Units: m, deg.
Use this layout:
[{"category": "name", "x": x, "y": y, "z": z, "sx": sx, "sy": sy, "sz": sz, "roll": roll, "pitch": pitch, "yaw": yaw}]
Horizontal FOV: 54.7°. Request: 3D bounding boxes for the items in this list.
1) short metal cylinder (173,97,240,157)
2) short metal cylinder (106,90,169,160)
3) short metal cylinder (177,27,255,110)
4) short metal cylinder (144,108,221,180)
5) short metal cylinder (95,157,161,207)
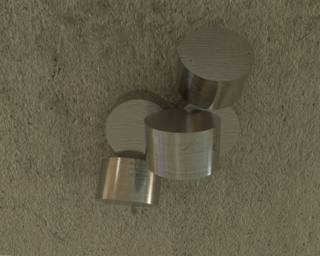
[{"category": "short metal cylinder", "x": 0.056, "y": -0.006, "z": 0.396, "sx": 0.081, "sy": 0.050, "sz": 0.079, "roll": 0, "pitch": 110, "yaw": -1}, {"category": "short metal cylinder", "x": -0.025, "y": -0.004, "z": 0.395, "sx": 0.081, "sy": 0.050, "sz": 0.079, "roll": 0, "pitch": 110, "yaw": -1}, {"category": "short metal cylinder", "x": 0.060, "y": -0.067, "z": 0.350, "sx": 0.081, "sy": 0.080, "sz": 0.050, "roll": 1, "pitch": 148, "yaw": -1}, {"category": "short metal cylinder", "x": 0.024, "y": 0.014, "z": 0.334, "sx": 0.081, "sy": 0.080, "sz": 0.050, "roll": -1, "pitch": 110, "yaw": 0}, {"category": "short metal cylinder", "x": -0.039, "y": 0.072, "z": 0.401, "sx": 0.081, "sy": 0.080, "sz": 0.050, "roll": 7, "pitch": 71, "yaw": -3}]
